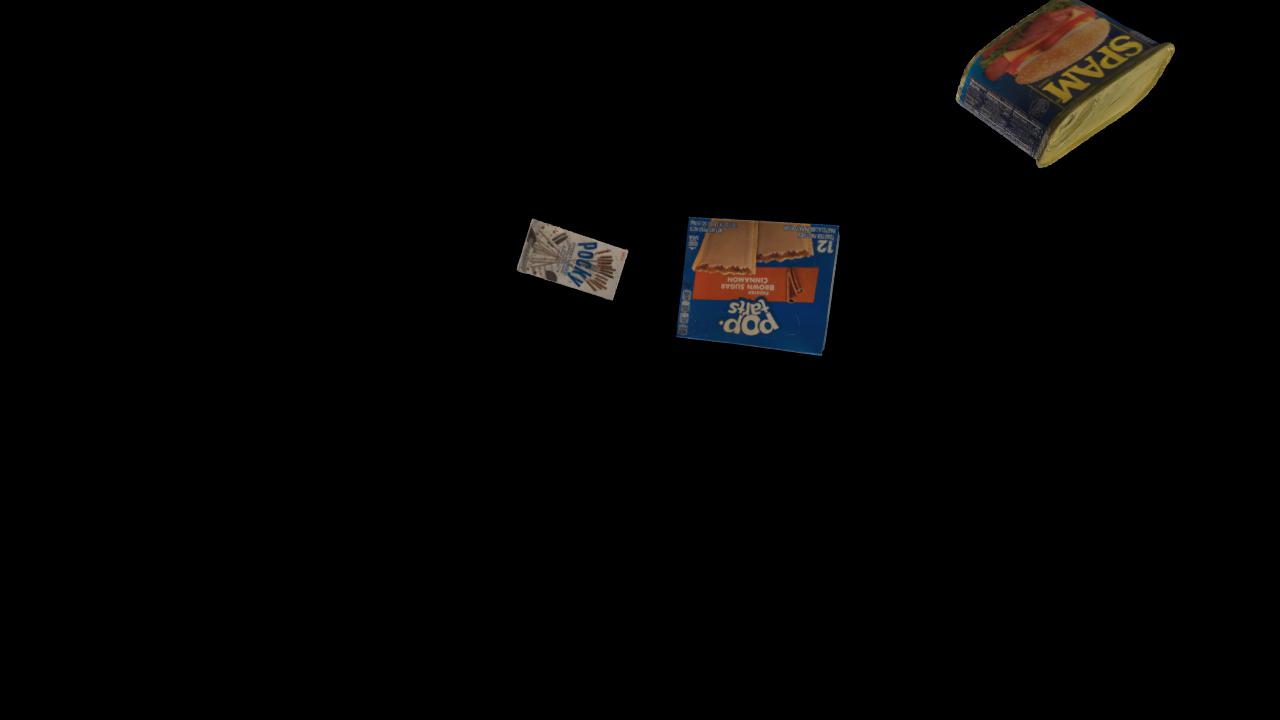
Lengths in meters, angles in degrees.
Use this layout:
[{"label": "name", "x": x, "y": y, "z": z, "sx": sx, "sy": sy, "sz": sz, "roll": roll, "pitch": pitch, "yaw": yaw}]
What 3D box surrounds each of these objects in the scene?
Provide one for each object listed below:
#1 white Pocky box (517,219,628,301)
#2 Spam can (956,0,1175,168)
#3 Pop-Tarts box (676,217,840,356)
[{"label": "white Pocky box", "x": -0.103, "y": -0.152, "z": 0.941, "sx": 0.154, "sy": 0.084, "sz": 0.028, "roll": 16, "pitch": 9, "yaw": -12}, {"label": "Spam can", "x": 0.299, "y": -0.203, "z": 0.443, "sx": 0.101, "sy": 0.085, "sz": 0.058, "roll": -34, "pitch": -28, "yaw": -1}, {"label": "Pop-Tarts box", "x": 0.137, "y": -0.087, "z": 0.714, "sx": 0.167, "sy": 0.141, "sz": 0.083, "roll": 9, "pitch": 8, "yaw": 19}]
